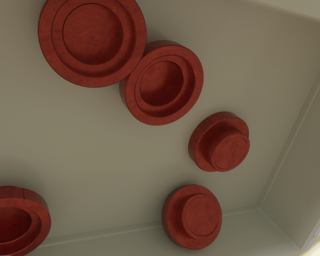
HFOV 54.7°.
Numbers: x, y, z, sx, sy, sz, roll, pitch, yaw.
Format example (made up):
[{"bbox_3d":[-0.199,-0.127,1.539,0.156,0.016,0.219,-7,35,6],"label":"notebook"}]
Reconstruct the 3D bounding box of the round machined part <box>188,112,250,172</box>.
[{"bbox_3d":[0.096,0.028,0.470,0.099,0.042,0.097,-14,125,-21],"label":"round machined part"}]

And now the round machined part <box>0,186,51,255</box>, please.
[{"bbox_3d":[-0.183,0.108,0.365,0.099,0.042,0.097,-14,125,-21],"label":"round machined part"}]

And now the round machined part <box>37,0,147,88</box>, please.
[{"bbox_3d":[-0.066,-0.092,0.301,0.099,0.042,0.097,-9,117,-18],"label":"round machined part"}]

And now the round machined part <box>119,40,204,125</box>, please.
[{"bbox_3d":[-0.001,-0.055,0.364,0.099,0.042,0.097,-14,125,-21],"label":"round machined part"}]

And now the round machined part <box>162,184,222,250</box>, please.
[{"bbox_3d":[0.055,0.137,0.480,0.099,0.042,0.098,7,73,-22],"label":"round machined part"}]
